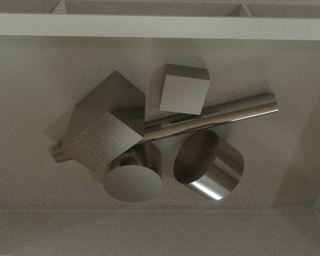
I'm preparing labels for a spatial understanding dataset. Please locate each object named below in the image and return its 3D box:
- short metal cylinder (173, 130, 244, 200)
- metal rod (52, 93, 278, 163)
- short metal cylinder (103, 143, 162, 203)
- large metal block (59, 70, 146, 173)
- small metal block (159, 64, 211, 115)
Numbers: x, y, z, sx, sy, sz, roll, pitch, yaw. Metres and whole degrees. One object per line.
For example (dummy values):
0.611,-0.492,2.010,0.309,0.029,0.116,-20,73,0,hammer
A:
0.064,0.049,0.414,0.050,0.080,0.080,35,122,-26,short metal cylinder
-0.001,0.003,0.410,0.301,0.025,0.025,-13,129,10,metal rod
-0.037,0.062,0.442,0.081,0.050,0.079,0,130,0,short metal cylinder
-0.064,-0.008,0.364,0.080,0.080,0.050,-36,122,26,large metal block
0.028,-0.045,0.369,0.050,0.025,0.050,7,130,-6,small metal block
